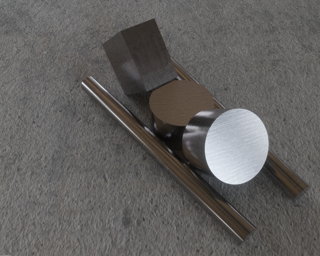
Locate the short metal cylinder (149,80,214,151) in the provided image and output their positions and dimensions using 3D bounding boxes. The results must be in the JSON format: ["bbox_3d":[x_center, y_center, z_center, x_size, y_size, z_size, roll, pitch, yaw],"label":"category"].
[{"bbox_3d":[0.027,-0.017,0.403,0.081,0.050,0.080,0,50,0],"label":"short metal cylinder"}]

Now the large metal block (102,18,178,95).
[{"bbox_3d":[-0.029,-0.094,0.428,0.050,0.080,0.080,-29,14,-23],"label":"large metal block"}]

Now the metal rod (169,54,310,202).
[{"bbox_3d":[0.077,-0.024,0.425,0.025,0.025,0.300,-26,55,-20],"label":"metal rod"}]

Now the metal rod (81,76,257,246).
[{"bbox_3d":[-0.008,0.022,0.385,0.025,0.025,0.300,-33,58,-25],"label":"metal rod"}]

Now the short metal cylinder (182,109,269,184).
[{"bbox_3d":[0.072,0.018,0.346,0.081,0.080,0.050,-25,12,-20],"label":"short metal cylinder"}]
